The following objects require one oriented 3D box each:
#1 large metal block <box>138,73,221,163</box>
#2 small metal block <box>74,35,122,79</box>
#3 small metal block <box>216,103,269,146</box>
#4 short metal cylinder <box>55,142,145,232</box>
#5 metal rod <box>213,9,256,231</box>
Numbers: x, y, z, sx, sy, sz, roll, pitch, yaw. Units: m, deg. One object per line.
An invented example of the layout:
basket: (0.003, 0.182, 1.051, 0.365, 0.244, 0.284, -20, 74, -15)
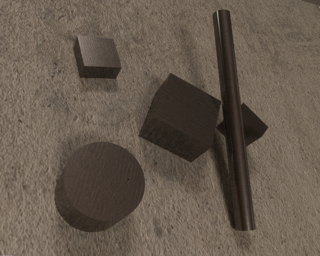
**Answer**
large metal block: (0.028, -0.013, 0.413, 0.080, 0.050, 0.080, 28, 52, -11)
small metal block: (-0.085, -0.095, 0.417, 0.050, 0.025, 0.050, -4, 64, -30)
small metal block: (0.120, -0.001, 0.455, 0.050, 0.050, 0.025, 46, 51, 3)
short metal cylinder: (-0.062, 0.061, 0.318, 0.081, 0.050, 0.080, 14, 56, -21)
metal rod: (0.098, -0.019, 0.418, 0.025, 0.025, 0.298, 3, 77, -27)
